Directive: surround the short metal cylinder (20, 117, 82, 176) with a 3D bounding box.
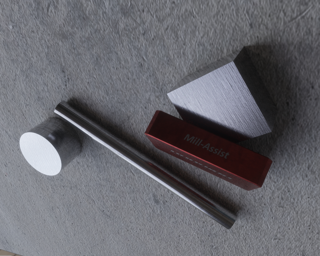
[{"bbox_3d":[-0.175,0.029,0.499,0.080,0.050,0.079,13,124,20],"label":"short metal cylinder"}]

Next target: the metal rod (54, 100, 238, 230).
[{"bbox_3d":[-0.024,0.050,0.448,0.301,0.025,0.025,33,129,6],"label":"metal rod"}]

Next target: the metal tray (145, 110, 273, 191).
[{"bbox_3d":[0.053,0.029,0.358,0.130,0.030,0.090,24,171,12],"label":"metal tray"}]

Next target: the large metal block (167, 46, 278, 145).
[{"bbox_3d":[0.069,-0.028,0.336,0.080,0.050,0.080,-23,106,36],"label":"large metal block"}]
